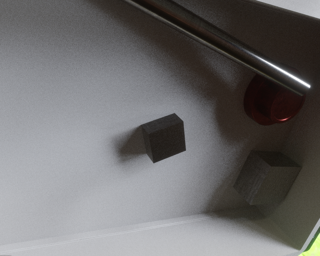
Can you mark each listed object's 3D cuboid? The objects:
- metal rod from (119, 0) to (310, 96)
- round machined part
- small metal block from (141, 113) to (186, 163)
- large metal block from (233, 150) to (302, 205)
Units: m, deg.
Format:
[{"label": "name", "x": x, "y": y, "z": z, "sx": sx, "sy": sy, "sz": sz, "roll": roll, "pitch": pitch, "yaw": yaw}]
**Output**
[{"label": "metal rod", "x": 0.070, "y": -0.100, "z": 0.359, "sx": 0.302, "sy": 0.025, "sz": 0.025, "roll": 19, "pitch": 108, "yaw": -27}, {"label": "round machined part", "x": 0.180, "y": -0.046, "z": 0.471, "sx": 0.099, "sy": 0.042, "sz": 0.097, "roll": -14, "pitch": 125, "yaw": -21}, {"label": "small metal block", "x": 0.006, "y": 0.014, "z": 0.422, "sx": 0.050, "sy": 0.025, "sz": 0.050, "roll": -20, "pitch": 126, "yaw": -17}, {"label": "large metal block", "x": 0.191, "y": 0.088, "z": 0.555, "sx": 0.081, "sy": 0.050, "sz": 0.079, "roll": 6, "pitch": 116, "yaw": -31}]
